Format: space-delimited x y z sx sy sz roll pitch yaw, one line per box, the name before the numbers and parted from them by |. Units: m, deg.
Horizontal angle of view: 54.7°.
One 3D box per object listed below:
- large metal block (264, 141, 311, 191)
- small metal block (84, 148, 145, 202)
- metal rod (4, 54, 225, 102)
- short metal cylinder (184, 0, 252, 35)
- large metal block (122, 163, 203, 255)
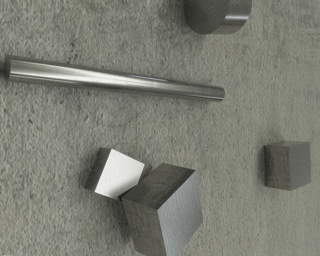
large metal block | 0.246 0.069 0.594 0.081 0.050 0.079 -6 94 -40
small metal block | -0.052 0.056 0.361 0.050 0.025 0.050 31 71 -36
metal rod | -0.025 -0.054 0.383 0.302 0.025 0.025 1 90 -40
short metal cylinder | 0.080 -0.173 0.435 0.050 0.080 0.079 -14 99 -39
large metal block | 0.007 0.100 0.376 0.081 0.050 0.079 -36 124 -45
